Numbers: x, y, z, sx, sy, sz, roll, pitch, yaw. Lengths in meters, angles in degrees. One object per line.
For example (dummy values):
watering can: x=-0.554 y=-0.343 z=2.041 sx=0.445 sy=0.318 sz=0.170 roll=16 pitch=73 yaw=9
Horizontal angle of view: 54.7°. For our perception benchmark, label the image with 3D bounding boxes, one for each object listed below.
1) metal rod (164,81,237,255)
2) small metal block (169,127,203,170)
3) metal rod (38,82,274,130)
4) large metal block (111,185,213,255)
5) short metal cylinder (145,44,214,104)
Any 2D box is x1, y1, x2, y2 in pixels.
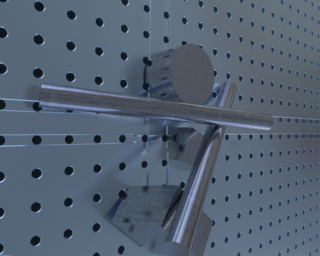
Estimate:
metal rod: x=0.065 y=0.023 z=0.400 sx=0.025 sy=0.025 sz=0.301 roll=58 pitch=37 yaw=-25
small metal block: x=0.046 y=0.032 z=0.450 sx=0.050 sy=0.025 sz=0.050 roll=32 pitch=70 yaw=-36
metal rod: x=0.016 y=-0.021 z=0.375 sx=0.302 sy=0.025 sz=0.025 roll=5 pitch=87 yaw=-25
large metal block: x=0.004 y=0.113 z=0.374 sx=0.080 sy=0.080 sz=0.050 roll=49 pitch=49 yaw=-29
short metal cylinder: x=0.028 y=-0.068 z=0.418 sx=0.081 sy=0.050 sz=0.079 roll=0 pitch=90 yaw=-40
